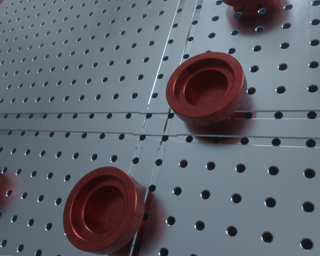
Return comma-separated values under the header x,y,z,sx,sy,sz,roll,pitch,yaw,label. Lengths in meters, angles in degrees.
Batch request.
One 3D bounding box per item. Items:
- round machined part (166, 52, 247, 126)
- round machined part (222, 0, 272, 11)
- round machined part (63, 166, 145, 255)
x,y,z,sx,sy,sz,roll,pitch,yaw,label
0.061,-0.045,0.393,0.098,0.042,0.098,-13,56,20,round machined part
0.135,-0.213,0.457,0.098,0.042,0.098,-13,56,20,round machined part
-0.061,0.098,0.368,0.098,0.042,0.098,-13,56,20,round machined part
